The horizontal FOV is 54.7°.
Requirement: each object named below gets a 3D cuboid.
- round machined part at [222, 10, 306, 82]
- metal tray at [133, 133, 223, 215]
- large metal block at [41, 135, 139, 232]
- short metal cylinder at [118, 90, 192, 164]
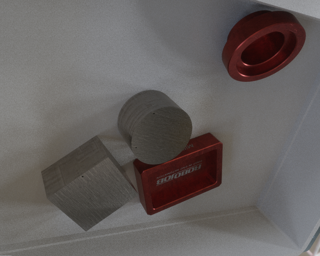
[{"bbox_3d":[0.123,-0.105,0.386,0.099,0.042,0.098,-14,150,-8],"label":"round machined part"},{"bbox_3d":[0.031,0.069,0.466,0.131,0.030,0.089,-19,126,-18],"label":"metal tray"},{"bbox_3d":[-0.087,0.070,0.390,0.080,0.050,0.080,-34,129,-6],"label":"large metal block"},{"bbox_3d":[-0.007,-0.001,0.389,0.081,0.050,0.079,-14,125,-21],"label":"short metal cylinder"}]
